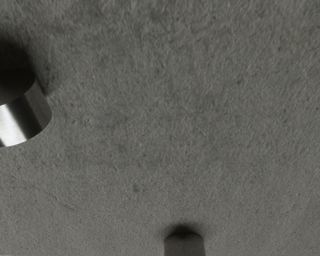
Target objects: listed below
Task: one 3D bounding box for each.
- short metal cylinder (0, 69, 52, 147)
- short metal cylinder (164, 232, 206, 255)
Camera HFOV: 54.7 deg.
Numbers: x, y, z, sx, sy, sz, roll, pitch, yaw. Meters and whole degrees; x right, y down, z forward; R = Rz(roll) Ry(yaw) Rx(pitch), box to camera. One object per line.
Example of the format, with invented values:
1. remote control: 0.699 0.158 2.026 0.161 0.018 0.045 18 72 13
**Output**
1. short metal cylinder: -0.171 -0.024 0.348 0.080 0.080 0.050 -6 130 5
2. short metal cylinder: 0.048 0.247 0.602 0.081 0.050 0.079 0 130 0
